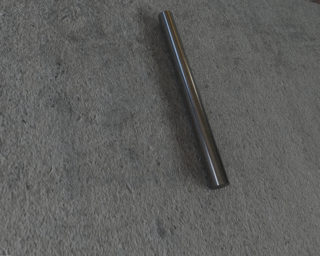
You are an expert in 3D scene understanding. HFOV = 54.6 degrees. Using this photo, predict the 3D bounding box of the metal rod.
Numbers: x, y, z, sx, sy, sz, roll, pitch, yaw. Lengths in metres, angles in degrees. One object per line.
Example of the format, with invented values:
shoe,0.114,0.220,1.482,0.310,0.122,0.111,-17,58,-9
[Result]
metal rod,0.043,-0.057,0.460,0.025,0.025,0.299,0,62,-28
